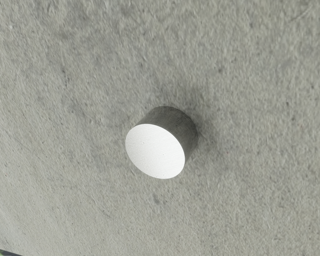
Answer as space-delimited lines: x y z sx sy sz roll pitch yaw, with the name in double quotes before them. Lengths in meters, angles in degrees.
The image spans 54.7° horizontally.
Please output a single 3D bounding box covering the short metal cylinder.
"short metal cylinder" 0.003 0.018 0.399 0.080 0.050 0.079 13 124 20
